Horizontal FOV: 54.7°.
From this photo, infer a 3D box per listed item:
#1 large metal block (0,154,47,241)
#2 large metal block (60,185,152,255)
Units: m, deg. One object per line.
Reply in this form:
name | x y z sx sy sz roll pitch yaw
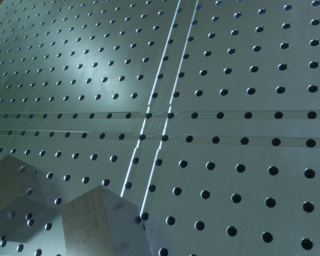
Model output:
large metal block | -0.222 0.099 0.445 0.080 0.050 0.080 -39 51 1
large metal block | -0.054 0.118 0.327 0.050 0.080 0.080 -30 52 9
